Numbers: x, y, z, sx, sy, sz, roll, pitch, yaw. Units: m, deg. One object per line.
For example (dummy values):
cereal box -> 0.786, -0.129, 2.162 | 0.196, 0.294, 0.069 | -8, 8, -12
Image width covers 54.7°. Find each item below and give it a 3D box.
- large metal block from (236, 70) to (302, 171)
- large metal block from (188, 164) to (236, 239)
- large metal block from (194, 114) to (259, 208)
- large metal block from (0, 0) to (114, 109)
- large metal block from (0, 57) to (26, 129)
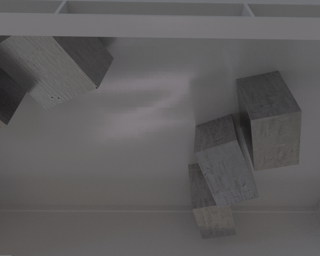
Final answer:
large metal block -> 0.126, -0.009, 0.367 | 0.050, 0.080, 0.080 | -11, 129, 9
large metal block -> 0.078, 0.107, 0.464 | 0.050, 0.080, 0.080 | -11, 130, 9
large metal block -> 0.082, 0.039, 0.393 | 0.050, 0.080, 0.080 | -20, 109, 16
large metal block -> -0.109, -0.074, 0.317 | 0.080, 0.050, 0.080 | -15, 130, 31
large metal block -> -0.200, -0.043, 0.334 | 0.050, 0.080, 0.080 | -27, 125, 21
